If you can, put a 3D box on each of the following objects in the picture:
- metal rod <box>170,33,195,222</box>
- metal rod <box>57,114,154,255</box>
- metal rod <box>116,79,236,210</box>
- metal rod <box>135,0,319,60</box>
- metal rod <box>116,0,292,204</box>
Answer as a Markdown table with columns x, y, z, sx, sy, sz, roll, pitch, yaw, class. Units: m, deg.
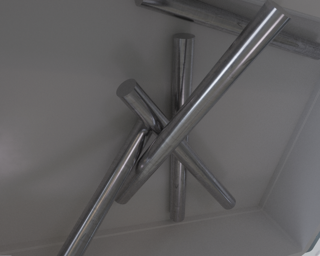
| x | y | z | sx | sy | sz | roll | pitch | yaw | class |
| --- | --- | --- | --- | --- | --- | --- | --- | --- | --- |
| 0.028 | 0.020 | 0.436 | 0.025 | 0.025 | 0.298 | -14 | 124 | -21 | metal rod |
| -0.079 | 0.105 | 0.350 | 0.025 | 0.025 | 0.300 | 44 | 68 | -39 | metal rod |
| 0.040 | 0.042 | 0.422 | 0.025 | 0.025 | 0.300 | -42 | 131 | 0 | metal rod |
| 0.110 | -0.125 | 0.390 | 0.302 | 0.025 | 0.025 | 5 | 116 | -31 | metal rod |
| 0.021 | -0.001 | 0.336 | 0.025 | 0.025 | 0.298 | 10 | 134 | -33 | metal rod |
